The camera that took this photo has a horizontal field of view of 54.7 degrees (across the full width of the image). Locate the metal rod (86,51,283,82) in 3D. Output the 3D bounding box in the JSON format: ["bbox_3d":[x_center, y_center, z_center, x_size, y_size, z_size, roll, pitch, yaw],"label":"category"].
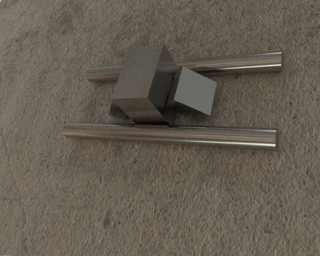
[{"bbox_3d":[0.017,-0.085,0.447,0.300,0.025,0.025,2,63,28],"label":"metal rod"}]

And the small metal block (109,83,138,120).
[{"bbox_3d":[-0.051,-0.046,0.441,0.025,0.050,0.050,18,66,-7],"label":"small metal block"}]

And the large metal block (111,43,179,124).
[{"bbox_3d":[-0.010,-0.051,0.408,0.050,0.080,0.080,1,62,28],"label":"large metal block"}]

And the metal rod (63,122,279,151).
[{"bbox_3d":[-0.007,0.008,0.403,0.300,0.025,0.025,2,63,28],"label":"metal rod"}]

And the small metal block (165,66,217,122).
[{"bbox_3d":[0.040,-0.042,0.391,0.025,0.050,0.050,-39,32,60],"label":"small metal block"}]
